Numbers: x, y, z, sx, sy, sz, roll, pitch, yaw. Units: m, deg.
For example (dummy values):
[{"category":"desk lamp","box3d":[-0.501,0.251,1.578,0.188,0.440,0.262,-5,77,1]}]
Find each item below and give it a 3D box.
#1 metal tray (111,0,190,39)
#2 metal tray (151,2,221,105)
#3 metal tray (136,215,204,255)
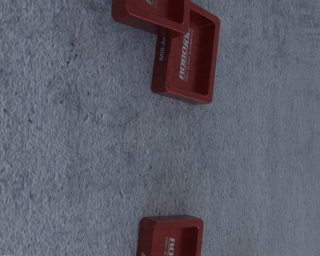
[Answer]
[{"category":"metal tray","box3d":[-0.006,-0.178,0.355,0.091,0.030,0.129,5,87,-40]},{"category":"metal tray","box3d":[0.039,-0.104,0.432,0.091,0.030,0.129,11,83,-39]},{"category":"metal tray","box3d":[0.011,0.185,0.410,0.091,0.030,0.129,11,83,-39]}]
